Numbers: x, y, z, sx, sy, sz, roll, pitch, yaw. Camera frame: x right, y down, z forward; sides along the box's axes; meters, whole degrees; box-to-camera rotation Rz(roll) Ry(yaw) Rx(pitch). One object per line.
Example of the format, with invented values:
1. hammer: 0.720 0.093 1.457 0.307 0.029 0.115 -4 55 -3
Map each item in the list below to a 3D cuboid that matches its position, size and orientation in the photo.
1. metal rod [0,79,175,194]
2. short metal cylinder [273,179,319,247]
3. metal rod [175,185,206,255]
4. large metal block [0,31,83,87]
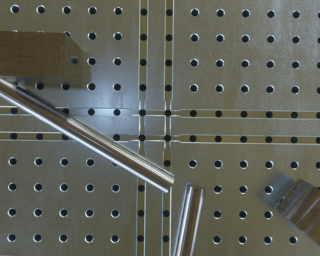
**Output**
1. metal rod: -0.116 0.001 0.411 0.301 0.025 0.025 30 90 -1
2. short metal cylinder: 0.192 0.109 0.389 0.080 0.080 0.050 41 90 -1
3. metal rod: 0.023 0.225 0.413 0.025 0.025 0.298 10 90 -1
4. large metal block: -0.146 -0.082 0.384 0.081 0.080 0.050 1 90 -1
